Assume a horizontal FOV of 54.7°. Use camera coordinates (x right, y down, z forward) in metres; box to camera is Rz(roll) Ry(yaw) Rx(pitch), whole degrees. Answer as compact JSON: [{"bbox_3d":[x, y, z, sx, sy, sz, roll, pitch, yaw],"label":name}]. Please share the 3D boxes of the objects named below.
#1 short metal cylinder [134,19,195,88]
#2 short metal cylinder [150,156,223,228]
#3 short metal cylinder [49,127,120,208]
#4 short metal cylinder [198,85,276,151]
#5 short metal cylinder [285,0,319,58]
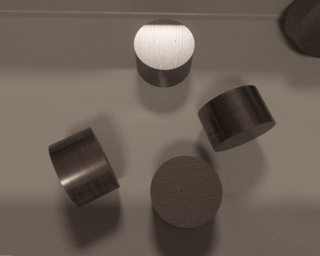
[{"bbox_3d":[0.006,-0.104,0.434,0.081,0.050,0.080,0,70,0],"label":"short metal cylinder"},{"bbox_3d":[0.029,0.078,0.368,0.081,0.050,0.080,0,70,0],"label":"short metal cylinder"},{"bbox_3d":[-0.087,0.045,0.363,0.050,0.080,0.080,-26,73,-9],"label":"short metal cylinder"},{"bbox_3d":[0.094,-0.010,0.385,0.080,0.080,0.050,-20,72,-7],"label":"short metal cylinder"},{"bbox_3d":[0.223,-0.144,0.428,0.081,0.079,0.050,-2,34,-1],"label":"short metal cylinder"}]
